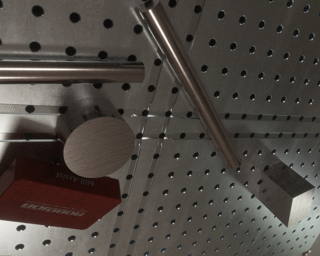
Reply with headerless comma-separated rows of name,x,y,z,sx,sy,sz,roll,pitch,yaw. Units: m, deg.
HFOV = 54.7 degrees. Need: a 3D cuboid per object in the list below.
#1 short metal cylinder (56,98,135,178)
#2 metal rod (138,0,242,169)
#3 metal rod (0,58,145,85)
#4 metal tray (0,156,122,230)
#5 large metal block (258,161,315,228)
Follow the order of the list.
short metal cylinder,-0.076,0.011,0.362,0.081,0.050,0.079,-14,125,-21
metal rod,0.056,-0.036,0.421,0.025,0.025,0.300,-38,130,-3
metal rod,-0.157,-0.053,0.292,0.303,0.025,0.025,-5,121,-26
metal tray,-0.124,0.084,0.372,0.131,0.030,0.090,23,129,-37
large metal block,0.236,0.124,0.585,0.050,0.080,0.079,-20,126,-17
